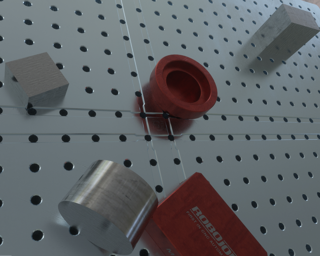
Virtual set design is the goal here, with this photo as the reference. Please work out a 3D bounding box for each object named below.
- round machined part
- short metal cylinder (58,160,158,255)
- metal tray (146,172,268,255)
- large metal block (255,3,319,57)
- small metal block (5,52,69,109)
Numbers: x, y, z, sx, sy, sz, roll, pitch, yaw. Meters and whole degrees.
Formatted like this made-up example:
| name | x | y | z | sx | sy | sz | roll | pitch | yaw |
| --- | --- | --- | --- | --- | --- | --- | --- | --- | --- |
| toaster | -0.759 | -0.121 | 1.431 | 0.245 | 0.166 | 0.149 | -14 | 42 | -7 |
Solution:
| name | x | y | z | sx | sy | sz | roll | pitch | yaw |
| --- | --- | --- | --- | --- | --- | --- | --- | --- | --- |
| round machined part | 0.030 | -0.054 | 0.446 | 0.099 | 0.042 | 0.098 | 14 | 56 | -21 |
| short metal cylinder | -0.049 | 0.077 | 0.300 | 0.080 | 0.080 | 0.050 | 37 | 51 | -4 |
| metal tray | 0.053 | 0.127 | 0.356 | 0.091 | 0.030 | 0.130 | -34 | 81 | -38 |
| large metal block | 0.259 | -0.196 | 0.631 | 0.081 | 0.080 | 0.050 | 3 | 61 | -27 |
| small metal block | -0.145 | -0.057 | 0.365 | 0.050 | 0.025 | 0.050 | -30 | 78 | -38 |
